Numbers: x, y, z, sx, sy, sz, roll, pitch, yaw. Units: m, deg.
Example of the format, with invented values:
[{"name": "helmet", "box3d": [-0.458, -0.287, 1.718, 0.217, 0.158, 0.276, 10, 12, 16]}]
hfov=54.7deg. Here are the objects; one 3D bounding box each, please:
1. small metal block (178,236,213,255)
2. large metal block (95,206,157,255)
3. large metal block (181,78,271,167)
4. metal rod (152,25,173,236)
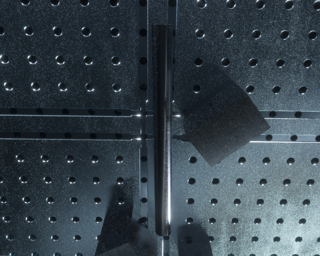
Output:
[{"name": "small metal block", "box3d": [0.056, 0.197, 0.473, 0.050, 0.050, 0.025, -13, 110, 4]}, {"name": "large metal block", "box3d": [-0.045, 0.176, 0.448, 0.050, 0.080, 0.080, -25, 108, 9]}, {"name": "large metal block", "box3d": [0.076, -0.010, 0.381, 0.080, 0.080, 0.050, -36, 106, 12]}, {"name": "metal rod", "box3d": [0.004, 0.017, 0.419, 0.025, 0.025, 0.298, -1, 110, 0]}]
